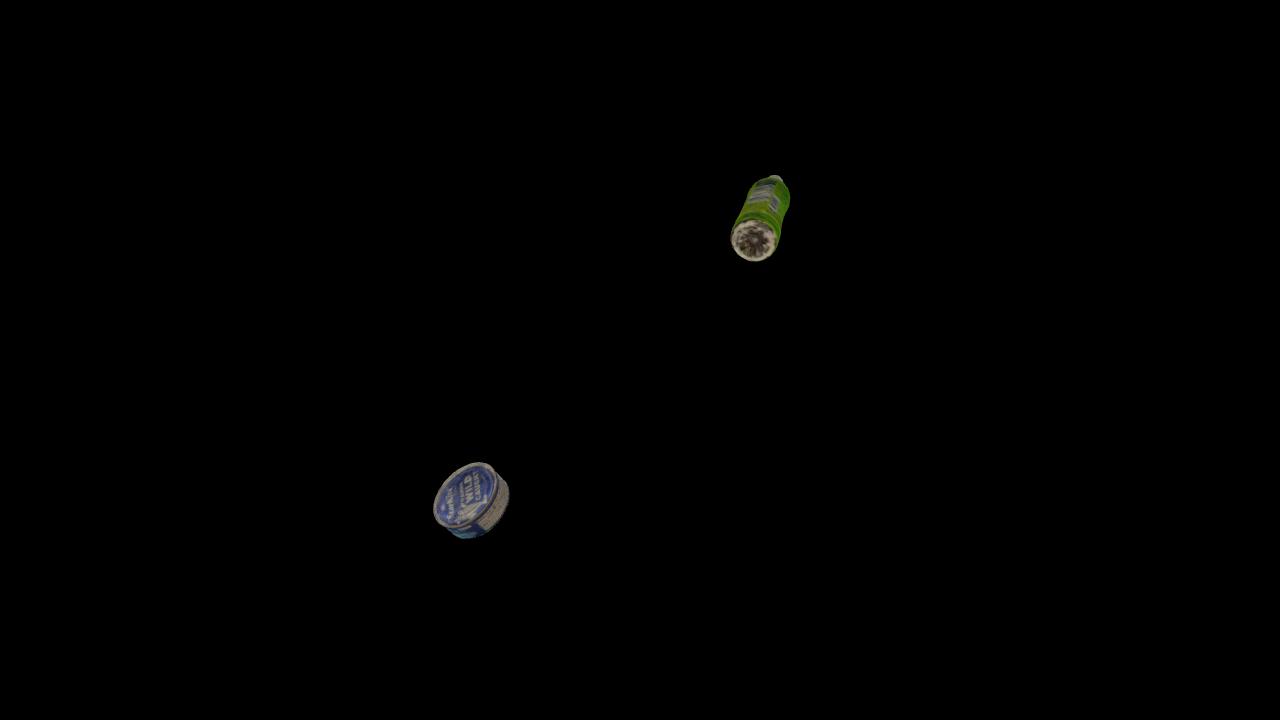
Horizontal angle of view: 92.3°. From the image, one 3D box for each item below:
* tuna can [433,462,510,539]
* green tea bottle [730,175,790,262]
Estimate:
[{"bbox_3d":[-0.195,0.163,0.715,0.084,0.084,0.034,0,-41,29],"label":"tuna can"},{"bbox_3d":[0.192,-0.230,0.941,0.073,0.073,0.212,0,38,25],"label":"green tea bottle"}]
